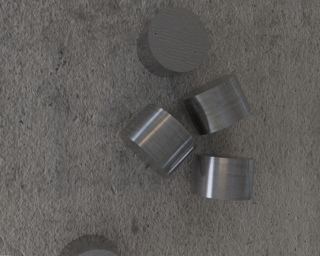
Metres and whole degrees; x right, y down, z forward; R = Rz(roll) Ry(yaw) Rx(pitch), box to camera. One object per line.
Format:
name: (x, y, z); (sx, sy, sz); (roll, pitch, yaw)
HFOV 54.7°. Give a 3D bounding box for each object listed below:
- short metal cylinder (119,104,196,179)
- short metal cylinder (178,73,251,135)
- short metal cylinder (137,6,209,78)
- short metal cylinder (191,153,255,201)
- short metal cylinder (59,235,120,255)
short metal cylinder: (-0.003, 0.016, 0.378); (0.080, 0.080, 0.050); (47, 76, -14)
short metal cylinder: (0.071, -0.031, 0.406); (0.080, 0.080, 0.050); (-30, 100, -18)
short metal cylinder: (0.015, -0.108, 0.401); (0.081, 0.050, 0.080); (0, 90, -20)
short metal cylinder: (0.083, 0.062, 0.410); (0.081, 0.080, 0.050); (5, 89, -20)
short metal cylinder: (-0.082, 0.174, 0.366); (0.081, 0.050, 0.080); (0, 90, -20)
